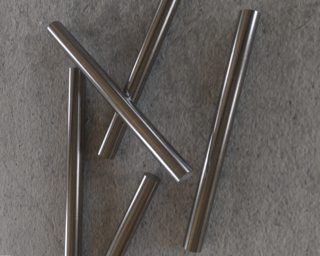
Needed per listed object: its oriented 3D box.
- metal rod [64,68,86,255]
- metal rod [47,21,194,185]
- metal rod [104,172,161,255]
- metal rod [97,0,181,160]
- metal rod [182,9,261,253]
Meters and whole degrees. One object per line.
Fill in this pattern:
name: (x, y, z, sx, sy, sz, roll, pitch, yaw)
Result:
metal rod: (-0.124, 0.064, 0.451, 0.025, 0.025, 0.298, 2, 91, 19)
metal rod: (-0.064, -0.047, 0.405, 0.025, 0.025, 0.300, -48, 66, 13)
metal rod: (-0.073, 0.198, 0.433, 0.025, 0.025, 0.298, 28, 99, 17)
metal rod: (-0.017, -0.097, 0.414, 0.025, 0.025, 0.298, 26, 98, 18)
metal rod: (0.074, 0.007, 0.382, 0.025, 0.025, 0.298, 15, 95, 19)
